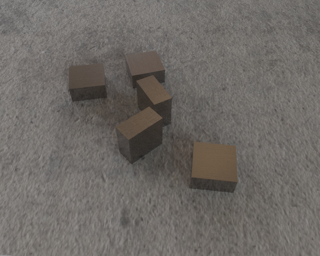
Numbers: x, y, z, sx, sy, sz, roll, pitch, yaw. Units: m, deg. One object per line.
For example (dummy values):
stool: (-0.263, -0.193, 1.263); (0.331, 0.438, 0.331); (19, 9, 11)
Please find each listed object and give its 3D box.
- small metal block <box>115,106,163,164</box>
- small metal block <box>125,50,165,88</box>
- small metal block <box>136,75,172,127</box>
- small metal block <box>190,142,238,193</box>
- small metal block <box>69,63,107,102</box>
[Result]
small metal block: (-0.024, 0.009, 0.379); (0.050, 0.050, 0.025); (-34, 58, -25)
small metal block: (-0.023, -0.092, 0.480); (0.050, 0.025, 0.050); (-12, 51, -11)
small metal block: (-0.008, -0.034, 0.415); (0.025, 0.050, 0.050); (-23, 54, -18)
small metal block: (0.063, 0.046, 0.366); (0.050, 0.025, 0.050); (5, 50, 4)
small metal block: (-0.107, -0.068, 0.459); (0.050, 0.025, 0.050); (-7, 51, -7)
